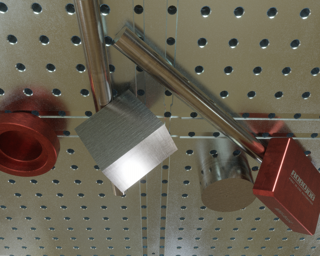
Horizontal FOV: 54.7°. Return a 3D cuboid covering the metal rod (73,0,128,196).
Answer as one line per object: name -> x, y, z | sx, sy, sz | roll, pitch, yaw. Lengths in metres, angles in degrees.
metal rod -> -0.068, -0.015, 0.397 | 0.025, 0.025, 0.298 | -2, 130, 1

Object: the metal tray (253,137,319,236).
metal tray -> 0.190, 0.084, 0.442 | 0.130, 0.090, 0.030 | 42, 153, -30

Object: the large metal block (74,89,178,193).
large metal block -> -0.040, 0.013, 0.362 | 0.080, 0.080, 0.050 | -37, 139, -8

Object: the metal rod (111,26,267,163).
metal rod -> 0.066, -0.020, 0.395 | 0.301, 0.025, 0.025 | 35, 121, -27

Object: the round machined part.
round machined part -> -0.183, 0.018, 0.413 | 0.099, 0.042, 0.097 | -1, 130, 0

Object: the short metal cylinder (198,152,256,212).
short metal cylinder -> 0.100, 0.082, 0.467 | 0.081, 0.050, 0.079 | 0, 130, 0
